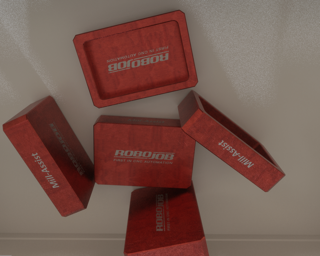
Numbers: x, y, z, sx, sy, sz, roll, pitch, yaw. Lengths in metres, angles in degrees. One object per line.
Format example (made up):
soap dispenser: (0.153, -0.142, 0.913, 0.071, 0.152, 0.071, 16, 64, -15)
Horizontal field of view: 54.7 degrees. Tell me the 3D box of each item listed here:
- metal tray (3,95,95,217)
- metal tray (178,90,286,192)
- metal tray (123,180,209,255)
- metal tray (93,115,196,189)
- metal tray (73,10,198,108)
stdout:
metal tray: (-0.128, 0.032, 0.384, 0.030, 0.090, 0.129, -24, 109, 7)
metal tray: (0.083, 0.013, 0.380, 0.130, 0.090, 0.030, 36, 107, -13)
metal tray: (0.006, 0.118, 0.396, 0.090, 0.130, 0.030, -12, 110, 3)
metal tray: (-0.021, 0.033, 0.417, 0.131, 0.030, 0.089, 3, 110, -2)
metal tray: (-0.027, -0.083, 0.376, 0.131, 0.030, 0.089, -13, 110, 4)
